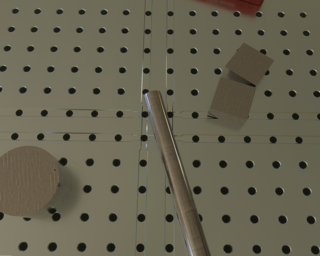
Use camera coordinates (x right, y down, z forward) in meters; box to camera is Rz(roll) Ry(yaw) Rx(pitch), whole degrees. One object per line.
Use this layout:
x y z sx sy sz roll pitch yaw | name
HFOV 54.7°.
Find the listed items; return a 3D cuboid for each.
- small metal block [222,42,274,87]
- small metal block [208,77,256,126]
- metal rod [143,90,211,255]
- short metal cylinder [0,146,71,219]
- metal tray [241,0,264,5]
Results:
0.125 -0.086 0.444 0.050 0.025 0.050 35 74 12 | small metal block
0.098 -0.036 0.425 0.050 0.025 0.050 18 71 6 | small metal block
0.029 0.090 0.378 0.025 0.025 0.299 -15 71 -5 | metal rod
-0.154 0.067 0.373 0.081 0.050 0.080 0 70 0 | short metal cylinder
0.118 -0.261 0.504 0.131 0.030 0.090 20 71 7 | metal tray
